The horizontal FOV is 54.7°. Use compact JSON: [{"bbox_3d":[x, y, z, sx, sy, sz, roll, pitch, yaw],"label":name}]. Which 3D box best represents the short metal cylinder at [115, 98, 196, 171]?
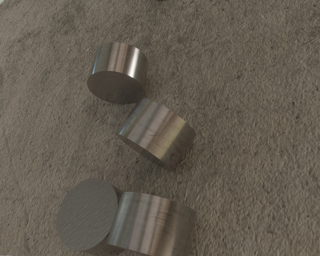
[{"bbox_3d":[-0.005,0.009,0.366,0.080,0.080,0.050,25,76,37],"label":"short metal cylinder"}]

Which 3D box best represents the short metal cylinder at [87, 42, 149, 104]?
[{"bbox_3d":[-0.059,-0.077,0.447,0.080,0.080,0.050,-7,59,25],"label":"short metal cylinder"}]

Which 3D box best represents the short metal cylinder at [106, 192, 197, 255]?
[{"bbox_3d":[-0.007,0.101,0.310,0.080,0.080,0.050,2,63,29],"label":"short metal cylinder"}]

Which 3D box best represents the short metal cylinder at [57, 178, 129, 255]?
[{"bbox_3d":[-0.071,0.105,0.361,0.080,0.050,0.080,-13,56,21],"label":"short metal cylinder"}]
